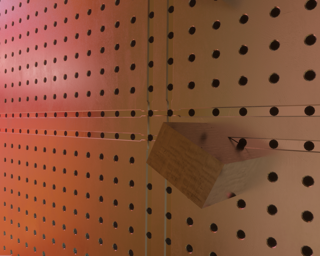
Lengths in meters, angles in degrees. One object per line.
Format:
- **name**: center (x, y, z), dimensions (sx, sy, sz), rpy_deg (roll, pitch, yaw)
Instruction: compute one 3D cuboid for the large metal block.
- **large metal block**: center (0.047, 0.035, 0.335), dimensions (0.080, 0.081, 0.050), rpy_deg (36, 112, 34)
